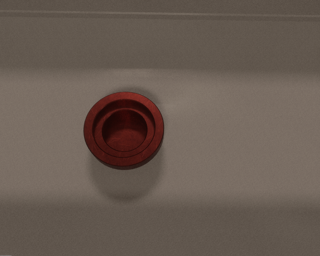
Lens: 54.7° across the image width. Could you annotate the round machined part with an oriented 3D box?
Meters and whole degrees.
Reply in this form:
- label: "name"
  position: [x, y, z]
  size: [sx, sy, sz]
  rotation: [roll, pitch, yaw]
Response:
- label: "round machined part"
  position: [-0.044, 0.006, 0.398]
  size: [0.099, 0.042, 0.098]
  rotation: [0, 70, -1]
